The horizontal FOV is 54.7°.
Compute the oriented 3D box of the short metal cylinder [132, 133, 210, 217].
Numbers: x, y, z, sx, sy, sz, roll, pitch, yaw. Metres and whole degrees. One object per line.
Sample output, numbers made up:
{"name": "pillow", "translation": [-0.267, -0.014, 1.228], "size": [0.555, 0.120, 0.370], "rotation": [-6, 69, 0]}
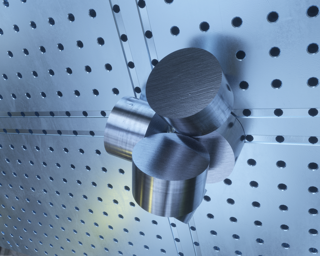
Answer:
{"name": "short metal cylinder", "translation": [0.010, 0.048, 0.334], "size": [0.080, 0.080, 0.050], "rotation": [16, 125, 19]}

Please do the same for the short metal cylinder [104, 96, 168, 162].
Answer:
{"name": "short metal cylinder", "translation": [-0.027, 0.004, 0.392], "size": [0.050, 0.080, 0.079], "rotation": [17, 125, 18]}

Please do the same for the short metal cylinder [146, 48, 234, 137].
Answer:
{"name": "short metal cylinder", "translation": [0.032, -0.037, 0.327], "size": [0.080, 0.080, 0.050], "rotation": [2, 159, 27]}

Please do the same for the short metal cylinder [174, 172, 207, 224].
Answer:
{"name": "short metal cylinder", "translation": [0.015, 0.084, 0.412], "size": [0.080, 0.050, 0.080], "rotation": [31, 171, 6]}

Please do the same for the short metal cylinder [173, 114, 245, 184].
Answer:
{"name": "short metal cylinder", "translation": [0.057, 0.020, 0.376], "size": [0.080, 0.050, 0.079], "rotation": [13, 123, 21]}
